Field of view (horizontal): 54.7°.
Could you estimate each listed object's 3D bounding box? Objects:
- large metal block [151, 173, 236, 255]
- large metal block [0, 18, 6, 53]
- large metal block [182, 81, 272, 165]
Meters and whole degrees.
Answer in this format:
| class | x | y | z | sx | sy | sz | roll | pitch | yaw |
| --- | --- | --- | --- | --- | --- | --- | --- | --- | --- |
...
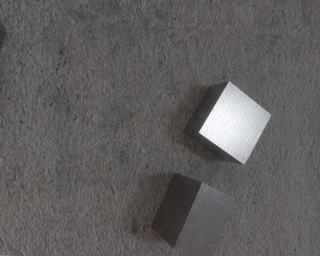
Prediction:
| class | x | y | z | sx | sy | sz | roll | pitch | yaw |
| --- | --- | --- | --- | --- | --- | --- | --- | --- | --- |
| large metal block | 0.039 | 0.109 | 0.394 | 0.050 | 0.080 | 0.080 | 28 | 81 | -18 |
| large metal block | -0.215 | -0.082 | 0.316 | 0.081 | 0.050 | 0.080 | 16 | 85 | -20 |
| large metal block | 0.092 | -0.006 | 0.430 | 0.080 | 0.050 | 0.080 | 35 | 79 | -17 |
